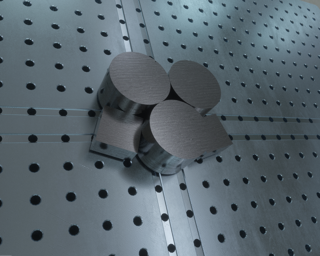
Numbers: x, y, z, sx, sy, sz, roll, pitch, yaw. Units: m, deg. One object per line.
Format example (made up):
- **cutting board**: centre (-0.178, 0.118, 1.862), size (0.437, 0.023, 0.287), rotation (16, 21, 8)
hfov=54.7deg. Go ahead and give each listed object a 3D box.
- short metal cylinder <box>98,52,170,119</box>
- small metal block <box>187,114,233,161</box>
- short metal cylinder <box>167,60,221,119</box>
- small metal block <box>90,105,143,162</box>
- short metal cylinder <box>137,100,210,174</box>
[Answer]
- **short metal cylinder**: centre (-0.034, -0.051, 0.401), size (0.081, 0.050, 0.080), rotation (14, 56, -21)
- **small metal block**: centre (0.065, 0.012, 0.432), size (0.050, 0.025, 0.050), rotation (-15, 70, -34)
- **short metal cylinder**: centre (0.038, -0.049, 0.438), size (0.081, 0.050, 0.080), rotation (14, 56, -21)
- **small metal block**: centre (-0.051, 0.007, 0.372), size (0.050, 0.025, 0.050), rotation (19, 54, -17)
- **short metal cylinder**: centre (0.014, 0.012, 0.388), size (0.081, 0.050, 0.080), rotation (14, 56, -21)
